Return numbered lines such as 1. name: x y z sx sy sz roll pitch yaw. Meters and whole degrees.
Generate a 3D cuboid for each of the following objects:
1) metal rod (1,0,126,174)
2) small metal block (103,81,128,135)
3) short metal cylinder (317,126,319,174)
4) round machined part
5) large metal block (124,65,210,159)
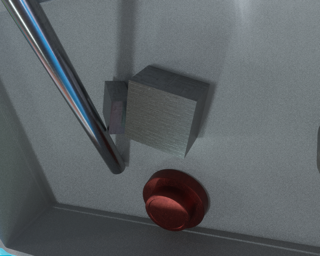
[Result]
1. metal rod: -0.089 -0.022 0.360 0.025 0.025 0.299 15 150 20
2. small metal block: -0.057 -0.027 0.402 0.025 0.050 0.050 -3 128 -19
3. short metal cylinder: 0.198 0.021 0.301 0.080 0.050 0.079 13 124 20
4. round machined part: 0.018 0.113 0.457 0.098 0.042 0.097 13 124 20
5. large metal block: 0.007 -0.020 0.375 0.080 0.050 0.079 20 126 15
